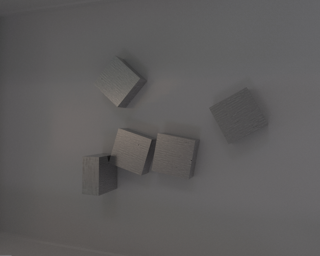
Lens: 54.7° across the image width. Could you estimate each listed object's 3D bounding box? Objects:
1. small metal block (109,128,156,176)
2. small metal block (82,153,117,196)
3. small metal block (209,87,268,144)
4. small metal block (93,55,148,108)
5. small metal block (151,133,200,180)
[{"bbox_3d":[-0.036,0.031,0.423,0.050,0.025,0.050,18,96,18],"label":"small metal block"},{"bbox_3d":[-0.082,0.062,0.426,0.025,0.050,0.050,1,90,20],"label":"small metal block"},{"bbox_3d":[0.096,-0.014,0.377,0.050,0.025,0.050,-30,81,17],"label":"small metal block"},{"bbox_3d":[-0.055,-0.063,0.430,0.050,0.025,0.050,44,103,14],"label":"small metal block"},{"bbox_3d":[0.021,0.035,0.403,0.050,0.025,0.050,11,94,19],"label":"small metal block"}]
